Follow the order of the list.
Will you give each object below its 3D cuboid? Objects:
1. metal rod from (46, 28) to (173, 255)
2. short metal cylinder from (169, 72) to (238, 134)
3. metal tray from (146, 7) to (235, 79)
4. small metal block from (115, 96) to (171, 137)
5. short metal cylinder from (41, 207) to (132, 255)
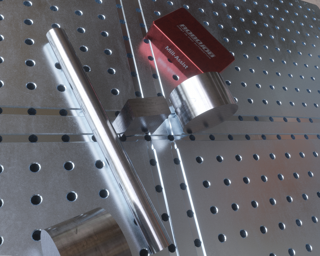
[{"bbox_3d":[-0.068,0.003,0.369,0.025,0.025,0.299,-18,71,-35],"label":"metal rod"},{"bbox_3d":[0.059,-0.033,0.425,0.081,0.080,0.050,-9,67,-32],"label":"short metal cylinder"},{"bbox_3d":[0.053,-0.135,0.515,0.130,0.030,0.091,46,51,3],"label":"metal tray"},{"bbox_3d":[-0.022,-0.014,0.389,0.050,0.050,0.025,-9,67,-32],"label":"small metal block"},{"bbox_3d":[-0.064,0.116,0.268,0.050,0.080,0.080,-16,70,-34],"label":"short metal cylinder"}]
